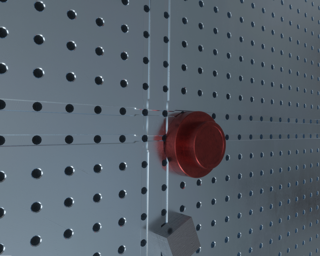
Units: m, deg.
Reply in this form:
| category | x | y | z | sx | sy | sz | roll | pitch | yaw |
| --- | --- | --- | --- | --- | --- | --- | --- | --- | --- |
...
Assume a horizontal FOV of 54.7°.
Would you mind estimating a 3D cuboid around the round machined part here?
| category | x | y | z | sx | sy | sz | roll | pitch | yaw |
| --- | --- | --- | --- | --- | --- | --- | --- | --- | --- |
| round machined part | 0.058 | 0.024 | 0.449 | 0.099 | 0.042 | 0.097 | 0 | 90 | -40 |

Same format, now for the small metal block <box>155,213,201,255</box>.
| category | x | y | z | sx | sy | sz | roll | pitch | yaw |
| --- | --- | --- | --- | --- | --- | --- | --- | --- | --- |
| small metal block | 0.026 | 0.157 | 0.433 | 0.050 | 0.025 | 0.050 | -28 | 108 | -37 |
